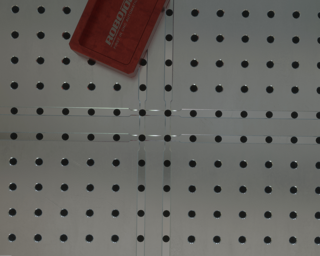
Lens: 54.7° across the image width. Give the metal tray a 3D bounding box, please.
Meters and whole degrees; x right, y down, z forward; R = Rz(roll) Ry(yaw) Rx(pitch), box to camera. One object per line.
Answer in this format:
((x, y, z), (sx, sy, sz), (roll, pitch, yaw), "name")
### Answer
((-0.051, -0.144, 0.410), (0.090, 0.030, 0.129), (24, 90, -1), "metal tray")
